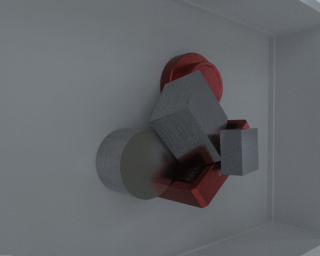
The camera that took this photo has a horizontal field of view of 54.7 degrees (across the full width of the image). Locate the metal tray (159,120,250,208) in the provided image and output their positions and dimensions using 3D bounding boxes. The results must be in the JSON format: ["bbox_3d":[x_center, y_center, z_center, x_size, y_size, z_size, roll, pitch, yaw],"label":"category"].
[{"bbox_3d":[0.054,0.040,0.409,0.131,0.090,0.030,-46,117,-31],"label":"metal tray"}]

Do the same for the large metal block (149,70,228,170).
[{"bbox_3d":[0.039,-0.010,0.376,0.080,0.050,0.080,54,34,-27],"label":"large metal block"}]

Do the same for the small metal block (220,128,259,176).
[{"bbox_3d":[0.093,0.026,0.361,0.050,0.025,0.050,-4,92,-53],"label":"small metal block"}]

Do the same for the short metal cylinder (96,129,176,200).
[{"bbox_3d":[-0.027,0.040,0.367,0.081,0.050,0.079,0,90,-40],"label":"short metal cylinder"}]

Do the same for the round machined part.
[{"bbox_3d":[0.051,-0.058,0.438,0.099,0.042,0.097,0,90,-40],"label":"round machined part"}]
